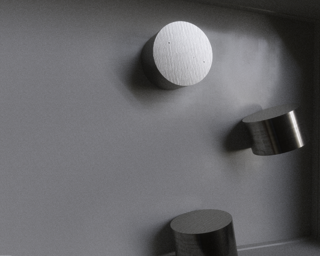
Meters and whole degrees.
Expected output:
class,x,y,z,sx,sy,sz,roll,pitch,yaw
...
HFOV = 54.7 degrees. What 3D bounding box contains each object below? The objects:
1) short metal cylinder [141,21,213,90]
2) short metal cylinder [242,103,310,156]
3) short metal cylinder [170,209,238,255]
class,x,y,z,sx,sy,sz,roll,pitch,yaw
short metal cylinder,0.021,-0.092,0.406,0.081,0.050,0.079,0,90,-21
short metal cylinder,0.166,0.001,0.444,0.081,0.080,0.050,-22,98,-19
short metal cylinder,0.057,0.145,0.404,0.081,0.080,0.050,-11,94,-20
